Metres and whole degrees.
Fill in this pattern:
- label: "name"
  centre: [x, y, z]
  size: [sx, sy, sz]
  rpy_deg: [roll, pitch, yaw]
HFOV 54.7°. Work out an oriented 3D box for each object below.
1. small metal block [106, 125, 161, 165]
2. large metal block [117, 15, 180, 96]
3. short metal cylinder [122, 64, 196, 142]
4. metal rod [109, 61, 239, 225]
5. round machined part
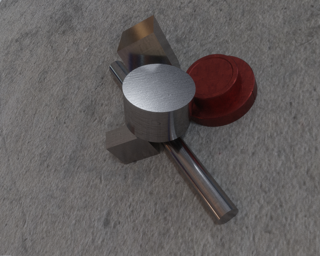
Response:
- label: "small metal block"
  centre: [-0.034, 0.020, 0.394]
  size: [0.050, 0.050, 0.025]
  rpy_deg: [-19, 54, 16]
- label: "large metal block"
  centre: [-0.011, -0.095, 0.419]
  size: [0.050, 0.080, 0.080]
  rpy_deg: [-25, 31, 15]
- label: "short metal cylinder"
  centre: [-0.002, -0.030, 0.360]
  size: [0.081, 0.050, 0.080]
  rpy_deg: [2, 49, -2]
- label: "metal rod"
  centre: [0.000, -0.004, 0.407]
  size: [0.025, 0.025, 0.300]
  rpy_deg: [-38, 51, 2]
- label: "round machined part"
  centre: [0.069, -0.054, 0.390]
  size: [0.098, 0.042, 0.098]
  rpy_deg: [-13, 56, 20]
